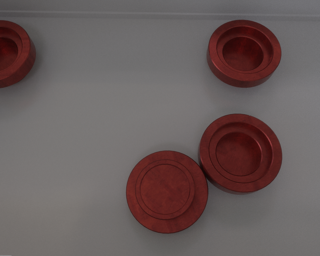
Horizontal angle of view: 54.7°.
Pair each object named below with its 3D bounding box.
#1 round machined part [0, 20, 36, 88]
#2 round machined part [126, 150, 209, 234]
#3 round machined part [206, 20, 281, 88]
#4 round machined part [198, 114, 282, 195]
[{"bbox_3d":[-0.224,-0.098,0.435,0.099,0.042,0.098,0,70,0],"label":"round machined part"},{"bbox_3d":[0.008,0.074,0.368,0.099,0.042,0.098,-2,73,6],"label":"round machined part"},{"bbox_3d":[0.115,-0.100,0.438,0.099,0.042,0.098,0,70,0],"label":"round machined part"},{"bbox_3d":[0.097,0.034,0.388,0.099,0.042,0.098,0,70,0],"label":"round machined part"}]
